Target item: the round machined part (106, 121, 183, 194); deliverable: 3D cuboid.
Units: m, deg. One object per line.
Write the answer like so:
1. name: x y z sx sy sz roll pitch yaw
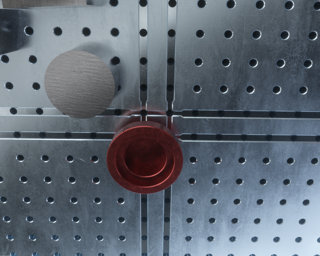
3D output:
1. round machined part: -0.020 0.036 0.417 0.099 0.042 0.097 0 110 0

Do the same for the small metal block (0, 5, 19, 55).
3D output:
1. small metal block: -0.187 -0.114 0.356 0.025 0.050 0.050 11 110 -4

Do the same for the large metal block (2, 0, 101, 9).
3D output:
1. large metal block: -0.112 -0.154 0.326 0.080 0.080 0.050 -2 110 1

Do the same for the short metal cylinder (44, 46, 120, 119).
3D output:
1. short metal cylinder: -0.092 -0.057 0.378 0.081 0.050 0.079 0 110 0
